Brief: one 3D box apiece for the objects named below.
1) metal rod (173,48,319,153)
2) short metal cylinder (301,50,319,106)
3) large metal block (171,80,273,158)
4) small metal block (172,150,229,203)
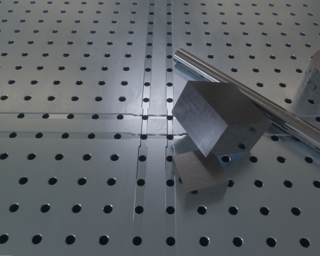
[{"bbox_3d":[0.136,-0.037,0.439,0.025,0.025,0.300,-37,59,-27],"label":"metal rod"},{"bbox_3d":[0.257,-0.074,0.455,0.081,0.050,0.080,0,50,0],"label":"short metal cylinder"},{"bbox_3d":[0.075,-0.013,0.384,0.081,0.050,0.080,-3,45,-37],"label":"large metal block"},{"bbox_3d":[0.046,0.054,0.363,0.050,0.025,0.050,-12,51,-10],"label":"small metal block"}]
